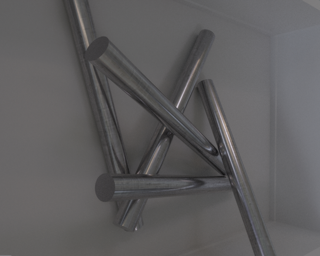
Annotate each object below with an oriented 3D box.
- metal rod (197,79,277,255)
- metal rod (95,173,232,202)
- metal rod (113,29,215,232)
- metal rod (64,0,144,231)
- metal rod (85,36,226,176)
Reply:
[{"bbox_3d":[0.104,0.067,0.410,0.025,0.025,0.299,4,61,-40],"label":"metal rod"},{"bbox_3d":[0.039,0.073,0.394,0.302,0.025,0.025,13,82,-53],"label":"metal rod"},{"bbox_3d":[0.016,-0.015,0.400,0.025,0.025,0.300,42,59,-32],"label":"metal rod"},{"bbox_3d":[-0.064,-0.023,0.352,0.025,0.025,0.298,-21,103,-38],"label":"metal rod"},{"bbox_3d":[0.024,-0.002,0.369,0.301,0.025,0.025,40,65,-48],"label":"metal rod"}]
